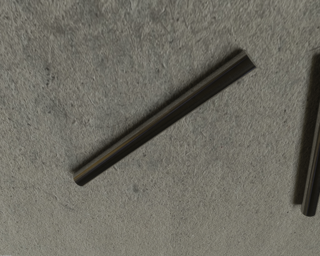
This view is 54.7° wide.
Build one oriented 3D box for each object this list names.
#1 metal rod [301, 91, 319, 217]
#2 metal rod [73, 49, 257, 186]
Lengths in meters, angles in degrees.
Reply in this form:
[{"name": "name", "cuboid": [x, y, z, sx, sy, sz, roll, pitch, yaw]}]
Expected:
[{"name": "metal rod", "cuboid": [0.226, 0.030, 0.436, 0.025, 0.025, 0.298, -9, 130, 7]}, {"name": "metal rod", "cuboid": [-0.011, 0.000, 0.407, 0.299, 0.025, 0.025, -35, 122, 25]}]
